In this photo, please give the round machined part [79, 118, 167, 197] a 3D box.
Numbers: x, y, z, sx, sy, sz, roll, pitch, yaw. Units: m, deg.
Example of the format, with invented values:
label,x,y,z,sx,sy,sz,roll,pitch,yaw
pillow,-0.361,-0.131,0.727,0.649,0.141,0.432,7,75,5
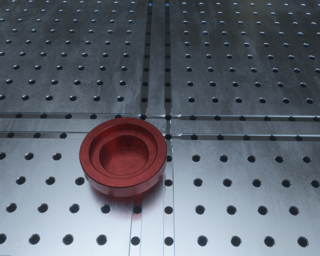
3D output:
label,x,y,z,sx,sy,sz,roll,pitch,yaw
round machined part,-0.041,0.037,0.365,0.099,0.042,0.098,0,50,0
